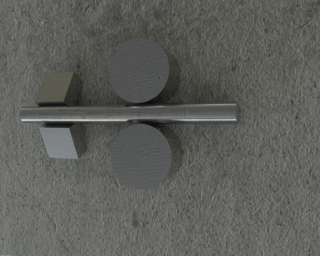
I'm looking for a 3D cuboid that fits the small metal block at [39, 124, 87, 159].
[{"bbox_3d":[-0.139,0.016,0.449,0.050,0.025,0.050,1,117,19],"label":"small metal block"}]

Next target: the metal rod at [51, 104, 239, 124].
[{"bbox_3d":[-0.046,-0.018,0.426,0.301,0.025,0.025,0,90,19],"label":"metal rod"}]

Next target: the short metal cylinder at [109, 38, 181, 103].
[{"bbox_3d":[-0.018,-0.071,0.403,0.080,0.050,0.079,0,90,20],"label":"short metal cylinder"}]

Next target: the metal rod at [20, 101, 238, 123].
[{"bbox_3d":[-0.054,-0.019,0.403,0.301,0.025,0.025,0,90,20],"label":"metal rod"}]

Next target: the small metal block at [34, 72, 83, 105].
[{"bbox_3d":[-0.147,-0.053,0.452,0.050,0.025,0.050,0,63,20],"label":"small metal block"}]

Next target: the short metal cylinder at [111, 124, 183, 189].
[{"bbox_3d":[-0.015,0.035,0.402,0.080,0.050,0.079,0,90,20],"label":"short metal cylinder"}]
